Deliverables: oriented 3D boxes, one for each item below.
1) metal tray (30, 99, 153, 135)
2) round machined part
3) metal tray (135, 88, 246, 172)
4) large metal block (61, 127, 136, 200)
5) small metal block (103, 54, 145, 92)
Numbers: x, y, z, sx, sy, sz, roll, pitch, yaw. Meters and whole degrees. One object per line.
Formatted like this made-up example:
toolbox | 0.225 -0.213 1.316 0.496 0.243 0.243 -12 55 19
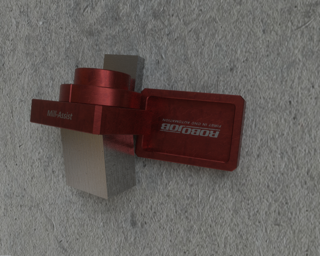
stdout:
metal tray | -0.086 -0.014 0.387 0.130 0.091 0.030 8 94 38
round machined part | -0.072 -0.048 0.384 0.098 0.098 0.042 7 92 19
metal tray | 0.037 0.000 0.394 0.130 0.030 0.089 7 92 19
large metal block | -0.080 0.038 0.404 0.080 0.050 0.079 7 106 37
small metal block | -0.051 -0.074 0.428 0.050 0.025 0.050 7 92 19
